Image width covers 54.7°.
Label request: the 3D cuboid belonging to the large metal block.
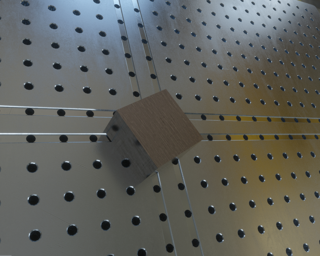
[{"bbox_3d":[-0.008,0.008,0.384,0.081,0.050,0.080,-28,78,-38],"label":"large metal block"}]
